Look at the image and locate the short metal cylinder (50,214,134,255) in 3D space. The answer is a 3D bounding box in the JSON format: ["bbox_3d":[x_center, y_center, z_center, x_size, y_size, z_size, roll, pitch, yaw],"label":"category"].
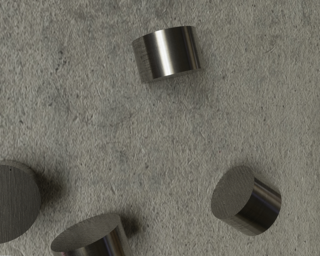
[{"bbox_3d":[-0.075,0.140,0.352,0.081,0.080,0.050,-20,97,-19],"label":"short metal cylinder"}]

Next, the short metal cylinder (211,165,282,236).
[{"bbox_3d":[0.116,0.098,0.422,0.050,0.080,0.080,34,79,-17],"label":"short metal cylinder"}]

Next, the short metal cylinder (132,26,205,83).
[{"bbox_3d":[0.010,-0.088,0.383,0.081,0.080,0.050,-15,96,-19],"label":"short metal cylinder"}]

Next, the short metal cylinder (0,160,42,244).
[{"bbox_3d":[-0.171,0.076,0.333,0.081,0.050,0.080,0,90,-20],"label":"short metal cylinder"}]
